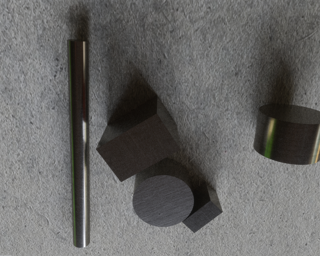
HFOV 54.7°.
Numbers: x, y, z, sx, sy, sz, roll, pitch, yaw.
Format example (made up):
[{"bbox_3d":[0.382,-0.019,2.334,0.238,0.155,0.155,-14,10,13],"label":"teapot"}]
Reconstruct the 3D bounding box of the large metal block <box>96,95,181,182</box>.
[{"bbox_3d":[-0.024,0.010,0.384,0.080,0.080,0.050,-30,108,10],"label":"large metal block"}]

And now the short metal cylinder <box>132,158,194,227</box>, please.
[{"bbox_3d":[0.004,0.088,0.429,0.081,0.050,0.079,0,110,0],"label":"short metal cylinder"}]

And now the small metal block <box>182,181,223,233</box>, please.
[{"bbox_3d":[0.057,0.111,0.438,0.050,0.050,0.025,-41,105,13],"label":"small metal block"}]

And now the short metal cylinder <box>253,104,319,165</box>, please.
[{"bbox_3d":[0.161,0.005,0.384,0.081,0.080,0.050,2,110,-1],"label":"short metal cylinder"}]

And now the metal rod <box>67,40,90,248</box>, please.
[{"bbox_3d":[-0.109,0.035,0.421,0.025,0.025,0.298,4,110,-2],"label":"metal rod"}]
